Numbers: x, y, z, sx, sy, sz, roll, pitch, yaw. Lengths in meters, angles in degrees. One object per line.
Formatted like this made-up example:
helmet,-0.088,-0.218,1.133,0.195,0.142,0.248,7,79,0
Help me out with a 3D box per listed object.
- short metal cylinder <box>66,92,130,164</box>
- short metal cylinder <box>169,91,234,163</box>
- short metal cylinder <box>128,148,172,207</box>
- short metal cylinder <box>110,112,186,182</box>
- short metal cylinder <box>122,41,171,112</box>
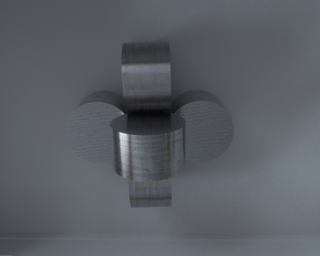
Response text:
short metal cylinder,-0.073,-0.002,0.395,0.081,0.050,0.079,0,110,0
short metal cylinder,0.049,-0.003,0.395,0.081,0.050,0.079,0,110,0
short metal cylinder,-0.012,0.062,0.403,0.050,0.080,0.079,-2,110,0
short metal cylinder,-0.012,0.017,0.339,0.080,0.080,0.050,-1,110,0
short metal cylinder,-0.014,-0.059,0.358,0.050,0.080,0.079,-2,110,0
